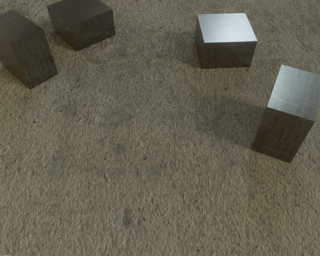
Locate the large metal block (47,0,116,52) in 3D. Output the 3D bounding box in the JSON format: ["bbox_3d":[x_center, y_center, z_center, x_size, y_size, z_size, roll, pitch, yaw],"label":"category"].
[{"bbox_3d":[-0.137,-0.188,0.544,0.080,0.050,0.080,-33,57,-24],"label":"large metal block"}]

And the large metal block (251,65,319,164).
[{"bbox_3d":[0.156,-0.017,0.383,0.050,0.080,0.080,20,53,16],"label":"large metal block"}]

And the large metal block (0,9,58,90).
[{"bbox_3d":[-0.208,-0.118,0.465,0.080,0.080,0.050,36,59,26],"label":"large metal block"}]

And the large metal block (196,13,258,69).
[{"bbox_3d":[0.104,-0.144,0.508,0.081,0.050,0.080,-2,50,-2],"label":"large metal block"}]
